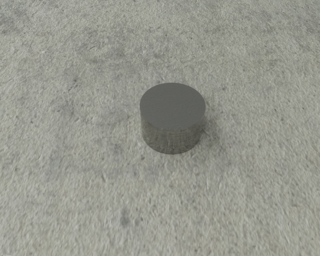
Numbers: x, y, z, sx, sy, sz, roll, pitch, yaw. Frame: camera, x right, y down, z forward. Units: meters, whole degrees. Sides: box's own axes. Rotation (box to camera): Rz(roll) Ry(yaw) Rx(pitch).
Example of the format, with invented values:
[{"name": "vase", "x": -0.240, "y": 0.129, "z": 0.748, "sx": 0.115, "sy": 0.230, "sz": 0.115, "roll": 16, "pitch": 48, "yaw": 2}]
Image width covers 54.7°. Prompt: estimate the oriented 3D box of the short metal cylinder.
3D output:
[{"name": "short metal cylinder", "x": 0.015, "y": -0.013, "z": 0.398, "sx": 0.081, "sy": 0.050, "sz": 0.080, "roll": 0, "pitch": 50, "yaw": 0}]
